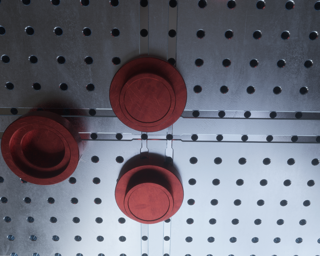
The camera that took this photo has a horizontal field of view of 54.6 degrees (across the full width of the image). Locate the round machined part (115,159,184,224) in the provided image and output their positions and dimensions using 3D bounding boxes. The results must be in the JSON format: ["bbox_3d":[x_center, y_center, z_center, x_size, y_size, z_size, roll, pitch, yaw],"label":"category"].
[{"bbox_3d":[-0.015,0.096,0.439,0.099,0.042,0.097,0,110,0],"label":"round machined part"}]

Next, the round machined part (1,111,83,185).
[{"bbox_3d":[-0.152,0.023,0.412,0.099,0.042,0.097,0,110,0],"label":"round machined part"}]

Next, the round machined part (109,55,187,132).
[{"bbox_3d":[-0.015,-0.040,0.390,0.099,0.042,0.097,0,110,0],"label":"round machined part"}]
